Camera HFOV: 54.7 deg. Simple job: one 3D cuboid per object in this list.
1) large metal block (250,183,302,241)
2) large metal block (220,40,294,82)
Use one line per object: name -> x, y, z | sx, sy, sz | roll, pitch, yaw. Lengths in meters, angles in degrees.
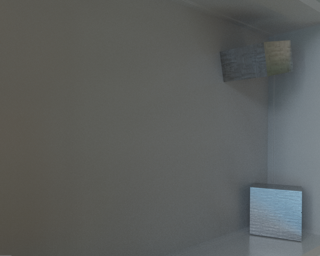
large metal block -> 0.200, 0.141, 0.533 | 0.050, 0.080, 0.079 | 2, 89, -66
large metal block -> 0.158, -0.109, 0.506 | 0.081, 0.080, 0.050 | -16, 101, -39
